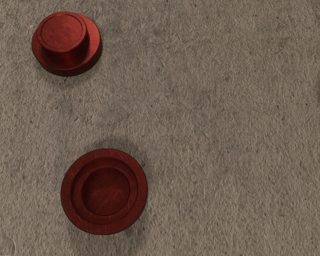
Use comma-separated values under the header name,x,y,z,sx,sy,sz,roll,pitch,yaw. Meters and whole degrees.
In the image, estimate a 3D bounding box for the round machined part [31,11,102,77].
name,x,y,z,sx,sy,sz,roll,pitch,yaw
round machined part,-0.135,-0.126,0.444,0.099,0.042,0.098,0,70,-1

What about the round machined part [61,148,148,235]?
name,x,y,z,sx,sy,sz,roll,pitch,yaw
round machined part,-0.063,0.077,0.370,0.099,0.042,0.098,0,70,-1
